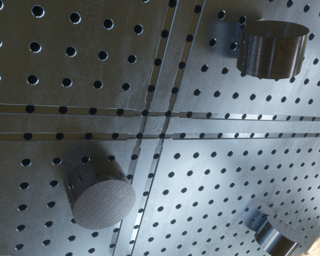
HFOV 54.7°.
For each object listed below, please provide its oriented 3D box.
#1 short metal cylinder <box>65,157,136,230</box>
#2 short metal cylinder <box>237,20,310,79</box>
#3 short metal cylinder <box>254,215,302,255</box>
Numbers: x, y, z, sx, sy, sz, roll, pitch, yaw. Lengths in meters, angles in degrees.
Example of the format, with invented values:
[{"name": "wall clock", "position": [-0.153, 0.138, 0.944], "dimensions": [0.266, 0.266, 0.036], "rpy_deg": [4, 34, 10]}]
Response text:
[{"name": "short metal cylinder", "position": [-0.079, 0.085, 0.406], "dimensions": [0.081, 0.050, 0.079], "rpy_deg": [-14, 124, -21]}, {"name": "short metal cylinder", "position": [0.140, -0.101, 0.392], "dimensions": [0.081, 0.080, 0.050], "rpy_deg": [-16, 125, -20]}, {"name": "short metal cylinder", "position": [0.251, 0.234, 0.661], "dimensions": [0.081, 0.080, 0.050], "rpy_deg": [19, 109, -36]}]
